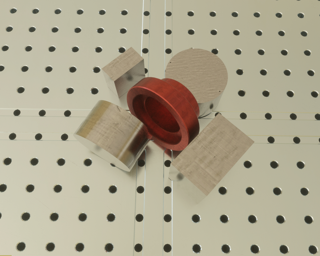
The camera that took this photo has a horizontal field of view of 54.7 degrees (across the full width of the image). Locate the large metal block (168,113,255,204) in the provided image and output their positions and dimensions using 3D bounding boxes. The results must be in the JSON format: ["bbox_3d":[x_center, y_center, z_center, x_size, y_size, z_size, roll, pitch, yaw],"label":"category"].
[{"bbox_3d":[0.057,0.040,0.369,0.050,0.080,0.080,42,75,13],"label":"large metal block"}]

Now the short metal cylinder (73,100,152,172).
[{"bbox_3d":[-0.057,0.010,0.378,0.080,0.080,0.050,29,73,10],"label":"short metal cylinder"}]

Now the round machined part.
[{"bbox_3d":[0.009,-0.022,0.381,0.098,0.098,0.042,39,62,12],"label":"round machined part"}]

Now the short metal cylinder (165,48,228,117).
[{"bbox_3d":[0.047,-0.060,0.420,0.081,0.050,0.080,0,70,0],"label":"short metal cylinder"}]

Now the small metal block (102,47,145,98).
[{"bbox_3d":[-0.048,-0.075,0.425,0.050,0.050,0.025,-40,75,-13],"label":"small metal block"}]
